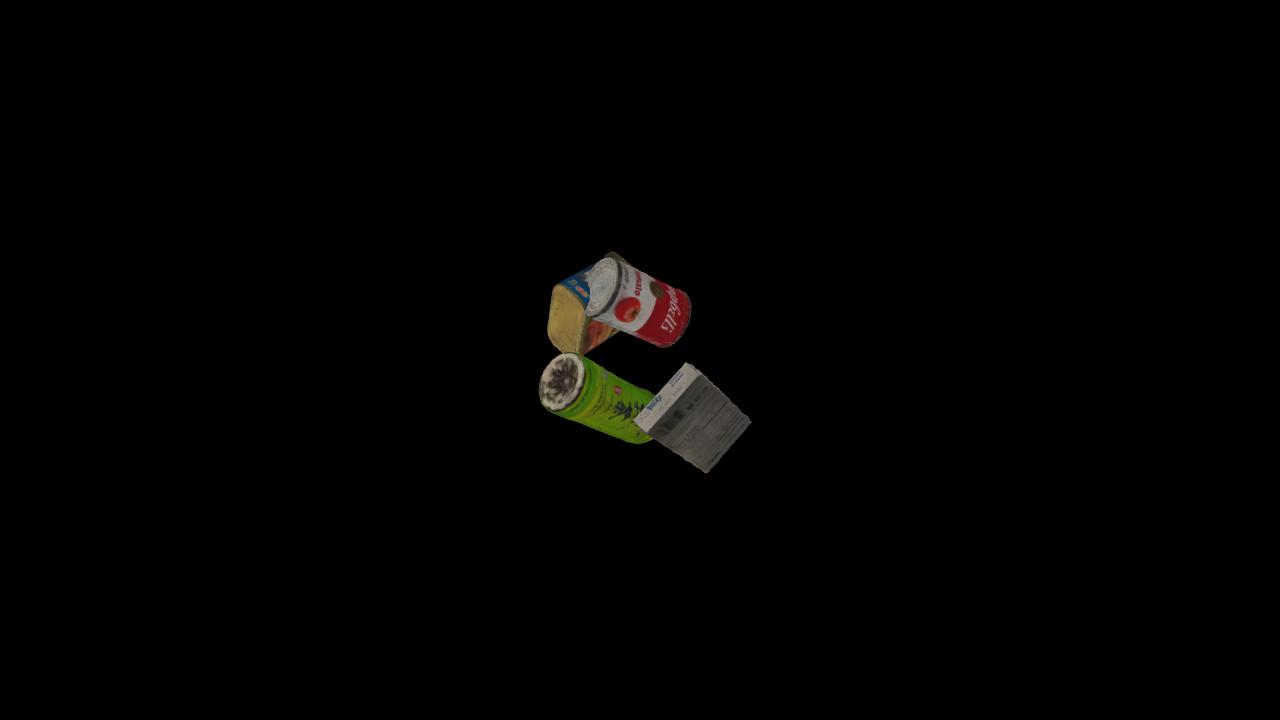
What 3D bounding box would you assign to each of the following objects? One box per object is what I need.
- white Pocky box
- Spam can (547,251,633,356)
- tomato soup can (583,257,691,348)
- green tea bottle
[{"bbox_3d":[0.063,0.067,0.669,0.028,0.084,0.154,42,2,38],"label":"white Pocky box"},{"bbox_3d":[-0.054,-0.059,0.692,0.058,0.101,0.085,41,53,19],"label":"Spam can"},{"bbox_3d":[-0.005,-0.060,0.652,0.101,0.068,0.068,21,-12,-34],"label":"tomato soup can"},{"bbox_3d":[-0.026,0.056,0.728,0.073,0.073,0.212,0,-19,35],"label":"green tea bottle"}]
